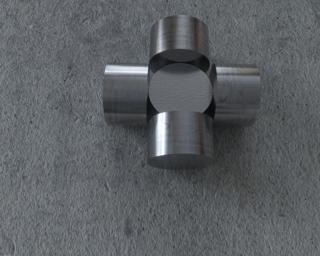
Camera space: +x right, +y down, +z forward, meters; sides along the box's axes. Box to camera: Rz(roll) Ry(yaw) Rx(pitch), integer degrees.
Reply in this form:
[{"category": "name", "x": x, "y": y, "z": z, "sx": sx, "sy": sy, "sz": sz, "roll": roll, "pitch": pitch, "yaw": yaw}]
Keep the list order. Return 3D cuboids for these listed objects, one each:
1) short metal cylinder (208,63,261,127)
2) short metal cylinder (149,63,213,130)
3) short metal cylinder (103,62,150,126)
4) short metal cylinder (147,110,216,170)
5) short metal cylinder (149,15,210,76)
[{"category": "short metal cylinder", "x": 0.091, "y": -0.042, "z": 0.397, "sx": 0.050, "sy": 0.080, "sz": 0.080, "roll": 2, "pitch": 70, "yaw": 1}, {"category": "short metal cylinder", "x": 0.026, "y": -0.039, "z": 0.411, "sx": 0.081, "sy": 0.050, "sz": 0.080, "roll": 0, "pitch": 70, "yaw": 0}, {"category": "short metal cylinder", "x": -0.040, "y": -0.043, "z": 0.396, "sx": 0.050, "sy": 0.080, "sz": 0.080, "roll": 2, "pitch": 70, "yaw": 1}, {"category": "short metal cylinder", "x": 0.025, "y": 0.018, "z": 0.374, "sx": 0.081, "sy": 0.080, "sz": 0.050, "roll": 0, "pitch": 70, "yaw": 0}, {"category": "short metal cylinder", "x": 0.026, "y": -0.106, "z": 0.418, "sx": 0.081, "sy": 0.080, "sz": 0.050, "roll": 2, "pitch": 71, "yaw": 0}]
